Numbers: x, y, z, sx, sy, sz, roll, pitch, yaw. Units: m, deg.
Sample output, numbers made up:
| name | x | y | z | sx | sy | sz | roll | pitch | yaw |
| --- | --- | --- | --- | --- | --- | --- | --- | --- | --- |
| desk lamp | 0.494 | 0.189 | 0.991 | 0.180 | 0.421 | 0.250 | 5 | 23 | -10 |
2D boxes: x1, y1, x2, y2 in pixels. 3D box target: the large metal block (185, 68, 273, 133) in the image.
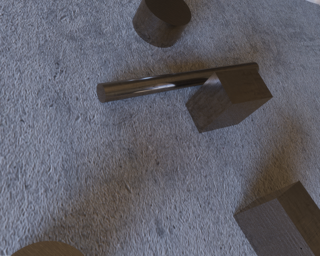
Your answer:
| name | x | y | z | sx | sy | sz | roll | pitch | yaw |
| --- | --- | --- | --- | --- | --- | --- | --- | --- | --- |
| large metal block | 0.097 | -0.039 | 0.444 | 0.081 | 0.080 | 0.050 | -11 | 68 | -33 |

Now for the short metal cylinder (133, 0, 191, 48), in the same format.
| name | x | y | z | sx | sy | sz | roll | pitch | yaw |
| --- | --- | --- | --- | --- | --- | --- | --- | --- | --- |
| short metal cylinder | 0.003 | -0.176 | 0.497 | 0.081 | 0.050 | 0.080 | 14 | 56 | -21 |

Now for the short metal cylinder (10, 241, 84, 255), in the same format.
| name | x | y | z | sx | sy | sz | roll | pitch | yaw |
| --- | --- | --- | --- | --- | --- | --- | --- | --- | --- |
| short metal cylinder | -0.097 | 0.138 | 0.251 | 0.081 | 0.050 | 0.080 | 14 | 56 | -21 |

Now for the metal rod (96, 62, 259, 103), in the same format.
| name | x | y | z | sx | sy | sz | roll | pitch | yaw |
| --- | --- | --- | --- | --- | --- | --- | --- | --- | --- |
| metal rod | 0.047 | -0.075 | 0.474 | 0.303 | 0.025 | 0.025 | -15 | 70 | -34 |

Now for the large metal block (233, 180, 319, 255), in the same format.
| name | x | y | z | sx | sy | sz | roll | pitch | yaw |
| --- | --- | --- | --- | --- | --- | --- | --- | --- | --- |
| large metal block | 0.150 | 0.121 | 0.375 | 0.050 | 0.080 | 0.080 | -21 | 73 | -36 |
